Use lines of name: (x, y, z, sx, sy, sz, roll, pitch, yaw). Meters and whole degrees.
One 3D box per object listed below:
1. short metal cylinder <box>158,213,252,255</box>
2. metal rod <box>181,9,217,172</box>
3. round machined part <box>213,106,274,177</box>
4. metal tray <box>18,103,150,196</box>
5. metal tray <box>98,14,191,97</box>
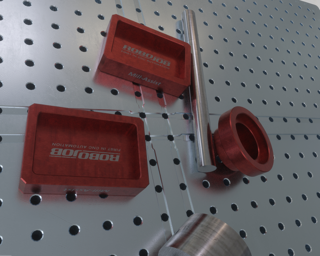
short metal cylinder: (0.045, 0.135, 0.315, 0.080, 0.080, 0.050, 49, 51, 6)
metal rod: (0.057, -0.075, 0.484, 0.025, 0.025, 0.299, 11, 57, -22)
round machined part: (0.113, 0.022, 0.433, 0.098, 0.042, 0.098, 27, 48, -33)
metal tray: (-0.081, 0.026, 0.345, 0.131, 0.030, 0.090, 7, 59, -25)
metal tray: (-0.018, -0.107, 0.460, 0.131, 0.030, 0.090, 17, 55, -19)
